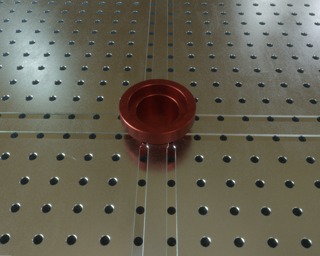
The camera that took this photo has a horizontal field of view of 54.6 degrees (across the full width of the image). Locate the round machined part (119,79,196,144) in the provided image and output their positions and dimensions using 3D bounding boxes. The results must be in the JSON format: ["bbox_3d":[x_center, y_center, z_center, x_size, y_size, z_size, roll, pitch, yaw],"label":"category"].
[{"bbox_3d":[-0.003,-0.017,0.410,0.099,0.042,0.098,0,50,0],"label":"round machined part"}]
